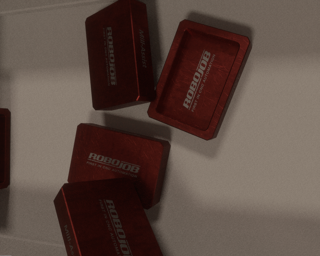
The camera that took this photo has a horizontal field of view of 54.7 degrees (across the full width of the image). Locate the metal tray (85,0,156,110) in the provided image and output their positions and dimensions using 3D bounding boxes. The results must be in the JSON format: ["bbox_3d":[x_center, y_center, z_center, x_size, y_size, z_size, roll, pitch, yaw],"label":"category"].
[{"bbox_3d":[-0.055,-0.093,0.409,0.090,0.030,0.129,-8,86,40],"label":"metal tray"}]

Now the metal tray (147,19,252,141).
[{"bbox_3d":[0.048,-0.060,0.390,0.090,0.030,0.129,23,97,18],"label":"metal tray"}]

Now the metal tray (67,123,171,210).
[{"bbox_3d":[-0.058,0.049,0.427,0.130,0.030,0.089,12,94,19],"label":"metal tray"}]

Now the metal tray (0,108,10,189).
[{"bbox_3d":[-0.275,0.033,0.470,0.030,0.090,0.129,1,90,20],"label":"metal tray"}]

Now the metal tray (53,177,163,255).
[{"bbox_3d":[-0.054,0.119,0.338,0.030,0.091,0.130,-53,51,36],"label":"metal tray"}]
